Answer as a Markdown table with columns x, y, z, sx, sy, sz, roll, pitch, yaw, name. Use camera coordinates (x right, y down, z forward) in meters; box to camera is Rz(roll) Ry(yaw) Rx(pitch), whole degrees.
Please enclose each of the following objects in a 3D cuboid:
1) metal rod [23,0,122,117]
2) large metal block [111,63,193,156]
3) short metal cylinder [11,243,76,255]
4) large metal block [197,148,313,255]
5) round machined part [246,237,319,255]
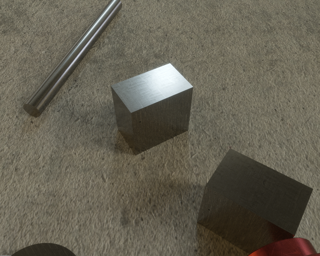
| x | y | z | sx | sy | sz | roll | pitch | yaw | name |
| --- | --- | --- | --- | --- | --- | --- | --- | --- | --- |
| -0.130 | -0.133 | 0.513 | 0.025 | 0.025 | 0.300 | 14 | 51 | 11 | metal rod |
| -0.009 | -0.023 | 0.387 | 0.081 | 0.080 | 0.050 | -25 | 55 | -20 | large metal block |
| -0.099 | 0.146 | 0.263 | 0.081 | 0.050 | 0.080 | 0 | 50 | 0 | short metal cylinder |
| 0.087 | 0.078 | 0.303 | 0.080 | 0.080 | 0.050 | 27 | 55 | 20 | large metal block |
| 0.102 | 0.126 | 0.252 | 0.099 | 0.097 | 0.042 | -10 | 43 | -9 | round machined part |
